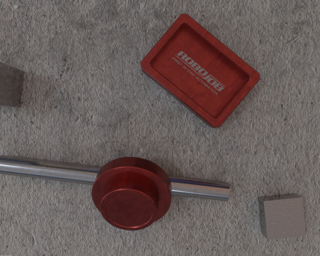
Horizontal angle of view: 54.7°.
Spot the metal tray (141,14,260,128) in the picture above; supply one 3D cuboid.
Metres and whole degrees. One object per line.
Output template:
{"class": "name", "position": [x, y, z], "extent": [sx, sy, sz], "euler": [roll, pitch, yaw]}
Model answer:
{"class": "metal tray", "position": [0.051, -0.073, 0.407], "extent": [0.130, 0.030, 0.090], "euler": [40, 90, 0]}

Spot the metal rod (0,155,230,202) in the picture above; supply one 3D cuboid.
{"class": "metal rod", "position": [-0.060, 0.066, 0.409], "extent": [0.302, 0.025, 0.025], "euler": [7, 90, -1]}

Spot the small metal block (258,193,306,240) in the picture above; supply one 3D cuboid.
{"class": "small metal block", "position": [0.161, 0.117, 0.412], "extent": [0.050, 0.025, 0.050], "euler": [-6, 90, 0]}

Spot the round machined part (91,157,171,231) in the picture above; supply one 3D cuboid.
{"class": "round machined part", "position": [-0.036, 0.087, 0.380], "extent": [0.099, 0.042, 0.097], "euler": [2, 120, 3]}

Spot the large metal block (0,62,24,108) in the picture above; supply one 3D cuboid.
{"class": "large metal block", "position": [-0.227, -0.056, 0.381], "extent": [0.080, 0.080, 0.050], "euler": [6, 90, 0]}
